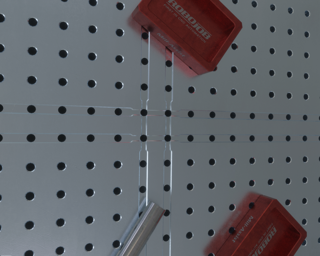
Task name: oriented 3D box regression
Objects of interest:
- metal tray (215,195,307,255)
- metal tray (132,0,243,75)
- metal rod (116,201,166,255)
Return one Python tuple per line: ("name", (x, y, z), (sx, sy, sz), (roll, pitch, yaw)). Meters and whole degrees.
("metal tray", (0.153, 0.179, 0.466), (0.090, 0.030, 0.130), (46, 76, -14))
("metal tray", (0.040, -0.148, 0.424), (0.130, 0.030, 0.090), (37, 78, -16))
("metal rod", (-0.082, 0.227, 0.382), (0.025, 0.025, 0.300), (36, 78, -17))
